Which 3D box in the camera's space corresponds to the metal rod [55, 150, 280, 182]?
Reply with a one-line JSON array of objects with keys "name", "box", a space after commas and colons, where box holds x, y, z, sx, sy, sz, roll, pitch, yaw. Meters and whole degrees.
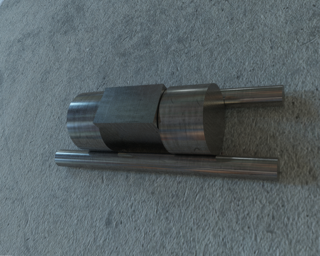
[{"name": "metal rod", "box": [-0.012, 0.043, 0.386, 0.300, 0.025, 0.025, 0, 62, 28]}]

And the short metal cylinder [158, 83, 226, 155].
[{"name": "short metal cylinder", "box": [0.039, -0.010, 0.355, 0.050, 0.080, 0.080, -1, 61, 28]}]

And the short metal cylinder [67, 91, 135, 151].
[{"name": "short metal cylinder", "box": [-0.077, -0.009, 0.416, 0.050, 0.080, 0.080, -1, 61, 28]}]

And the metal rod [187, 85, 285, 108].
[{"name": "metal rod", "box": [0.008, -0.036, 0.424, 0.300, 0.025, 0.025, 0, 62, 28]}]

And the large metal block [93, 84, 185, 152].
[{"name": "large metal block", "box": [-0.020, -0.009, 0.383, 0.080, 0.080, 0.050, 0, 62, 28]}]
